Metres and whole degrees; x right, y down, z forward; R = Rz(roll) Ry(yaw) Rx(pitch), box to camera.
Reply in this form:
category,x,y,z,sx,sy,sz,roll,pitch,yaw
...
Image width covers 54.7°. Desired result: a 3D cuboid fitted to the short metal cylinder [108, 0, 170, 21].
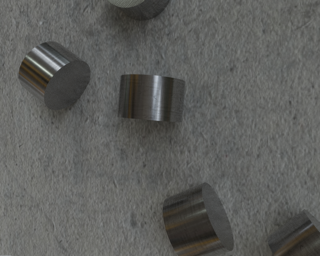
category,x,y,z,sx,sy,sz,roll,pitch,yaw
short metal cylinder,-0.030,-0.189,0.405,0.080,0.050,0.079,0,90,19

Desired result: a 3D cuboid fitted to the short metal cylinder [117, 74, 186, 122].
category,x,y,z,sx,sy,sz,roll,pitch,yaw
short metal cylinder,-0.011,-0.035,0.383,0.080,0.080,0.050,6,92,19

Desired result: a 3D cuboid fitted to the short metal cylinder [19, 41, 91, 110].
category,x,y,z,sx,sy,sz,roll,pitch,yaw
short metal cylinder,-0.144,-0.072,0.429,0.050,0.080,0.080,37,102,16

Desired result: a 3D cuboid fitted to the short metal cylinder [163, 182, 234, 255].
category,x,y,z,sx,sy,sz,roll,pitch,yaw
short metal cylinder,0.046,0.111,0.363,0.050,0.080,0.080,-26,82,18

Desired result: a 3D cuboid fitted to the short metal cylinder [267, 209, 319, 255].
category,x,y,z,sx,sy,sz,roll,pitch,yaw
short metal cylinder,0.160,0.133,0.323,0.050,0.080,0.080,-45,77,14
